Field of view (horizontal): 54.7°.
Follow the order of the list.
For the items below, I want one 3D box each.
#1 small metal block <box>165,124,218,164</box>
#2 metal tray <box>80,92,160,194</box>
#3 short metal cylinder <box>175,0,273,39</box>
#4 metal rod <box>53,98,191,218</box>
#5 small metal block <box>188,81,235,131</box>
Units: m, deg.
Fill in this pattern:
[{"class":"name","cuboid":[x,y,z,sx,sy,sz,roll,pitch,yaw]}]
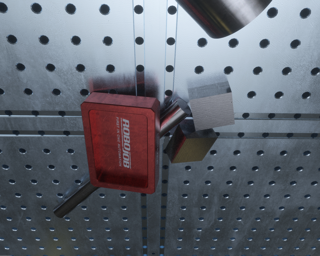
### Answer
[{"class":"small metal block","cuboid":[0.042,0.021,0.418,0.050,0.025,0.050,-1,137,-29]},{"class":"metal tray","cuboid":[-0.048,0.022,0.400,0.090,0.030,0.129,6,121,9]},{"class":"short metal cylinder","cuboid":[0.057,-0.126,0.269,0.080,0.080,0.050,-37,121,27]},{"class":"metal rod","cuboid":[-0.070,0.058,0.459,0.025,0.025,0.299,35,122,-26]},{"class":"small metal block","cuboid":[0.065,-0.027,0.390,0.050,0.025,0.050,-10,130,8]}]
